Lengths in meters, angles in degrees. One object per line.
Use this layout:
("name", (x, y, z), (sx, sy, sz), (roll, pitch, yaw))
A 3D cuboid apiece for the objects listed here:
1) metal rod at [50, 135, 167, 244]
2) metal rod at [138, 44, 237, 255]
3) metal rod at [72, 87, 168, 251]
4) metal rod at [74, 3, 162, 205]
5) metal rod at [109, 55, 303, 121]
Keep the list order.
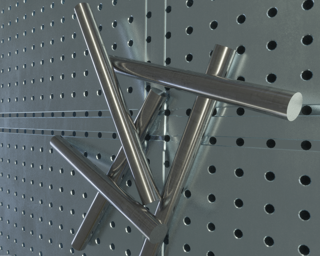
("metal rod", (-0.094, 0.071, 0.452), (0.300, 0.025, 0.025), (27, 107, 46))
("metal rod", (0.027, 0.046, 0.384), (0.025, 0.025, 0.298), (30, 108, 36))
("metal rod", (-0.068, 0.074, 0.463), (0.025, 0.025, 0.298), (43, 116, 31))
("metal rod", (-0.062, -0.042, 0.422), (0.025, 0.025, 0.299), (-32, 72, 35))
("metal rod", (0.017, -0.059, 0.367), (0.300, 0.025, 0.025), (23, 105, 45))
